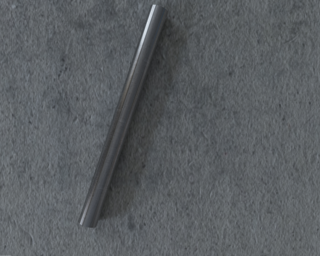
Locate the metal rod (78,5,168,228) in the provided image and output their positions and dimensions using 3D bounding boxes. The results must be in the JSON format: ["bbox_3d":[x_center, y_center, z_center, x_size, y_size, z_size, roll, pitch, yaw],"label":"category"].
[{"bbox_3d":[-0.048,-0.015,0.409,0.025,0.025,0.298,19,90,-1],"label":"metal rod"}]
